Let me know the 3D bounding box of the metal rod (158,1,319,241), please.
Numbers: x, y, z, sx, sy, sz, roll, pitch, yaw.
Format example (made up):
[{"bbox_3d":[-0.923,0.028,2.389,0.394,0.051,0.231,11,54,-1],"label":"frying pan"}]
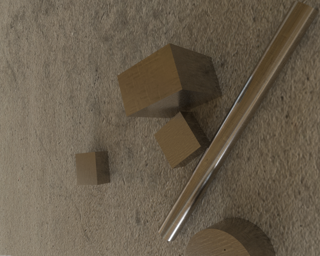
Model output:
[{"bbox_3d":[0.073,0.010,0.343,0.025,0.025,0.298,41,114,32],"label":"metal rod"}]

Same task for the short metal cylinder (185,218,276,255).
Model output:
[{"bbox_3d":[0.074,0.140,0.327,0.080,0.050,0.079,0,90,39],"label":"short metal cylinder"}]

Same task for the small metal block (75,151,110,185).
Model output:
[{"bbox_3d":[-0.107,0.064,0.491,0.050,0.025,0.050,-9,85,39],"label":"small metal block"}]

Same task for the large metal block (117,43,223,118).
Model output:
[{"bbox_3d":[0.012,-0.049,0.358,0.080,0.081,0.050,-23,76,37],"label":"large metal block"}]

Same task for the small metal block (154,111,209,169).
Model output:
[{"bbox_3d":[0.027,0.015,0.381,0.050,0.025,0.050,-43,65,31],"label":"small metal block"}]
